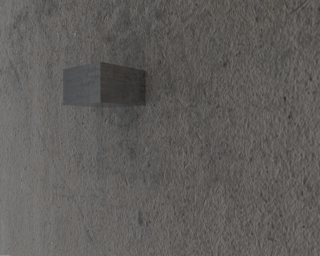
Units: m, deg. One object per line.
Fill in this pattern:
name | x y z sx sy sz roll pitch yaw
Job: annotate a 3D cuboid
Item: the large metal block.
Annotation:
large metal block | -0.077 -0.057 0.434 0.080 0.081 0.050 0 90 40
